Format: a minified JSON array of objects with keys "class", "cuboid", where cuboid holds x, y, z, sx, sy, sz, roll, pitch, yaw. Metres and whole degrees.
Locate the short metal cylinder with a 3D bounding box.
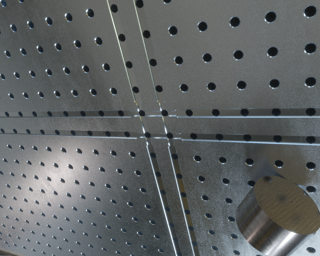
[{"class":"short metal cylinder","cuboid":[0.138,0.103,0.367,0.080,0.080,0.050,28,128,10]}]
